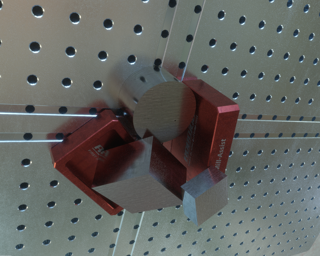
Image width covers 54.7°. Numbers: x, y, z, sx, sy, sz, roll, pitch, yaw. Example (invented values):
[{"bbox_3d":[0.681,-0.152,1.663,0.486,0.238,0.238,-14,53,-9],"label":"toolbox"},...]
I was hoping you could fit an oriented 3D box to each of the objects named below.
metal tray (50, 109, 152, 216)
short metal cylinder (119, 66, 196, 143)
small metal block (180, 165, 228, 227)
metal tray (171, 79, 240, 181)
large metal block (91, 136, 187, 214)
[{"bbox_3d":[-0.064,0.049,0.403,0.090,0.030,0.130,-37,130,-4],"label":"metal tray"},{"bbox_3d":[-0.004,-0.029,0.377,0.081,0.050,0.079,-14,125,-21],"label":"short metal cylinder"},{"bbox_3d":[0.054,0.081,0.371,0.050,0.025,0.050,-29,130,-25],"label":"small metal block"},{"bbox_3d":[0.053,0.012,0.407,0.030,0.090,0.129,-9,123,-24],"label":"metal tray"},{"bbox_3d":[-0.022,0.061,0.382,0.080,0.050,0.080,-18,136,27],"label":"large metal block"}]
